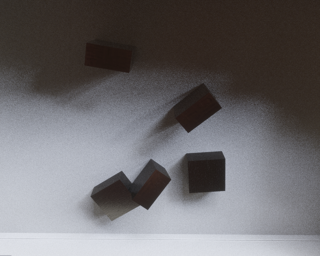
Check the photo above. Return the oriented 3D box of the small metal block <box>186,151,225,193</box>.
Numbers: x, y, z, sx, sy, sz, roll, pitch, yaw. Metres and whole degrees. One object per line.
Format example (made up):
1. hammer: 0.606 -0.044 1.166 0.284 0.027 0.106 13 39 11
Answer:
1. small metal block: 0.064 0.062 0.434 0.050 0.025 0.050 -4 110 1

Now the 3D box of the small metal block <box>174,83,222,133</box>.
1. small metal block: 0.045 -0.026 0.389 0.050 0.050 0.025 -38 106 13

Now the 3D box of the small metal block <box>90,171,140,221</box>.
1. small metal block: -0.062 0.098 0.447 0.050 0.025 0.050 -31 107 11

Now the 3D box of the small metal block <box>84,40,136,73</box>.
1. small metal block: -0.057 -0.086 0.366 0.050 0.050 0.025 9 110 -4

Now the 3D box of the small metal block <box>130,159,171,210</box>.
1. small metal block: -0.014 0.075 0.420 0.025 0.050 0.050 37 92 -13
